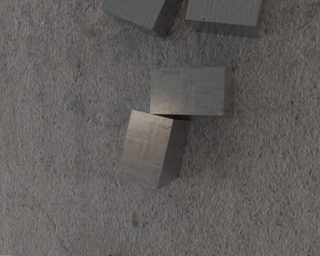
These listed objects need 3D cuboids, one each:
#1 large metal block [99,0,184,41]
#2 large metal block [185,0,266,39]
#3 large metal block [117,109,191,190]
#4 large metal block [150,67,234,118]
[{"bbox_3d":[-0.018,-0.171,0.402,0.080,0.050,0.080,28,99,18],"label":"large metal block"},{"bbox_3d":[0.083,-0.157,0.366,0.080,0.050,0.079,13,94,19],"label":"large metal block"},{"bbox_3d":[-0.004,0.023,0.381,0.050,0.080,0.080,14,95,19],"label":"large metal block"},{"bbox_3d":[0.041,-0.039,0.365,0.080,0.080,0.050,2,91,20],"label":"large metal block"}]
